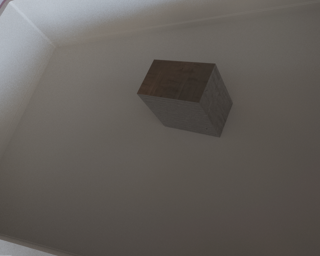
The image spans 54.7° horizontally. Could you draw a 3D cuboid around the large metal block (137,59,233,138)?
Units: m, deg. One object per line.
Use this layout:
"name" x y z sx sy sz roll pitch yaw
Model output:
"large metal block" 0.033 -0.035 0.374 0.080 0.080 0.050 12 68 33
